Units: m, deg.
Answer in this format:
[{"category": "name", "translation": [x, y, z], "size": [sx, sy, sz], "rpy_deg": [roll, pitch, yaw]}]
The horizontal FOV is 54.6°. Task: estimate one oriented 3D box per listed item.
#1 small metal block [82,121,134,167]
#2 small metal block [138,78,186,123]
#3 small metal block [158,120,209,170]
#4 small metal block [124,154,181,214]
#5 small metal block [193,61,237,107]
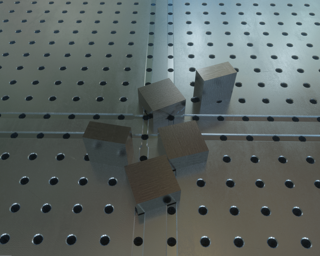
[{"category": "small metal block", "translation": [-0.061, 0.021, 0.374], "size": [0.050, 0.050, 0.025], "rpy_deg": [9, 51, 7]}, {"category": "small metal block", "translation": [0.002, -0.040, 0.441], "size": [0.050, 0.025, 0.050], "rpy_deg": [-21, 53, -17]}, {"category": "small metal block", "translation": [0.028, 0.021, 0.390], "size": [0.050, 0.025, 0.050], "rpy_deg": [-12, 51, -10]}, {"category": "small metal block", "translation": [-0.009, 0.063, 0.355], "size": [0.050, 0.025, 0.050], "rpy_deg": [-15, 52, -12]}, {"category": "small metal block", "translation": [0.078, -0.063, 0.445], "size": [0.050, 0.050, 0.025], "rpy_deg": [-17, 52, -13]}]
